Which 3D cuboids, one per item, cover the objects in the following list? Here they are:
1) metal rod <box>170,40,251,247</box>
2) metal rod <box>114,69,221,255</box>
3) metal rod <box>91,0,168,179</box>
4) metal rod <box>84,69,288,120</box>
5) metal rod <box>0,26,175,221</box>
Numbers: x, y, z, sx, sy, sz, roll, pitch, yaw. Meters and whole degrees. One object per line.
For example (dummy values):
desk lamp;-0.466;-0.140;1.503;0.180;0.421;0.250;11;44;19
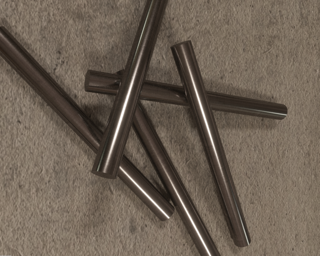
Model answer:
metal rod;0.073;0.035;0.407;0.025;0.025;0.298;-27;110;-18
metal rod;0.011;0.062;0.414;0.025;0.025;0.299;-30;100;-18
metal rod;-0.021;-0.088;0.358;0.025;0.025;0.299;22;66;-19
metal rod;0.053;-0.039;0.413;0.302;0.025;0.025;6;88;-26
metal rod;-0.086;0.005;0.377;0.025;0.025;0.300;-45;104;-15
